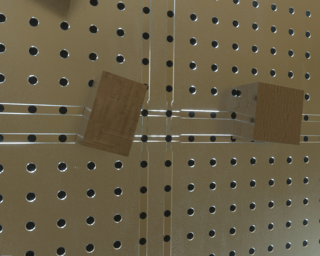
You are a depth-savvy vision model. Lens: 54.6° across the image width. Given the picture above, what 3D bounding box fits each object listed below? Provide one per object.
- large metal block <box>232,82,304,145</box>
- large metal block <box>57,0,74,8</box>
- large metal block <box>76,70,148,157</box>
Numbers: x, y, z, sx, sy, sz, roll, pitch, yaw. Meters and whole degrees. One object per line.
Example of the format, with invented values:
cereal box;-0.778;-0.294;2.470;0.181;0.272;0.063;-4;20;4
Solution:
large metal block;0.159;-0.019;0.457;0.081;0.050;0.080;7;88;-20
large metal block;-0.121;-0.202;0.354;0.080;0.050;0.080;28;81;-18
large metal block;-0.060;-0.015;0.361;0.050;0.080;0.080;17;85;-19
